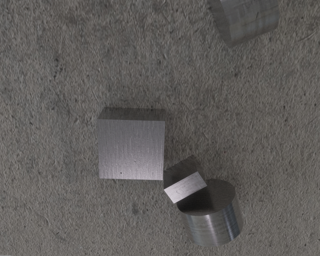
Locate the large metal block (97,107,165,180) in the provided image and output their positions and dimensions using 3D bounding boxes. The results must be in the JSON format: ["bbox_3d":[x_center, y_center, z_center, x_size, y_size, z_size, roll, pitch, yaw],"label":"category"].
[{"bbox_3d":[-0.035,0.019,0.403,0.081,0.050,0.079,2,110,-1],"label":"large metal block"}]

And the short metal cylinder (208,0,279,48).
[{"bbox_3d":[0.086,-0.133,0.332,0.050,0.080,0.080,-22,109,8],"label":"short metal cylinder"}]

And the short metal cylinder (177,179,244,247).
[{"bbox_3d":[0.068,0.114,0.423,0.080,0.080,0.050,-16,110,6],"label":"short metal cylinder"}]

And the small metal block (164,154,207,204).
[{"bbox_3d":[0.033,0.068,0.422,0.050,0.050,0.025,-31,107,10],"label":"small metal block"}]
